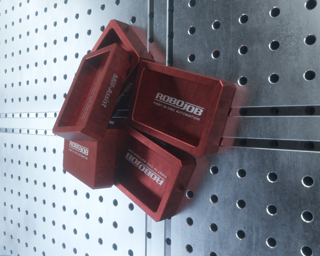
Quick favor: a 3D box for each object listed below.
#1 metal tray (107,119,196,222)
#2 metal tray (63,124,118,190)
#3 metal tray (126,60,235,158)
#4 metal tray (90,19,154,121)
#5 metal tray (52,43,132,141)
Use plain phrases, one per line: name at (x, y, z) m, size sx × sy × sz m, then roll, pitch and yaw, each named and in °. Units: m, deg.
metal tray at (-0.023, 0.053, 0.425) m, size 0.130 × 0.030 × 0.089 m, roll 32°, pitch 110°, yaw 35°
metal tray at (-0.112, 0.033, 0.478) m, size 0.130 × 0.030 × 0.089 m, roll 12°, pitch 99°, yaw 54°
metal tray at (0.020, -0.028, 0.389) m, size 0.130 × 0.030 × 0.089 m, roll 23°, pitch 105°, yaw 37°
metal tray at (-0.075, -0.084, 0.469) m, size 0.129 × 0.030 × 0.090 m, roll -47°, pitch 61°, yaw 30°
metal tray at (-0.094, -0.047, 0.429) m, size 0.090 × 0.030 × 0.130 m, roll -2°, pitch 64°, yaw 47°
